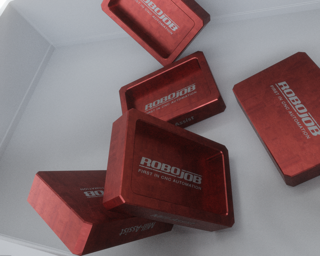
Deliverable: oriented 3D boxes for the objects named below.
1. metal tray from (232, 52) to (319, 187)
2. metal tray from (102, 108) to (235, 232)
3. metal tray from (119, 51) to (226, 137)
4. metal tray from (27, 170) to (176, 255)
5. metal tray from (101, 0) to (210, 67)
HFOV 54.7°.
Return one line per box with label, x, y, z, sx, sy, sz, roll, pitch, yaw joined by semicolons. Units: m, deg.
metal tray;0.147;-0.014;0.334;0.090;0.030;0.130;-27;52;10
metal tray;0.014;0.044;0.304;0.030;0.131;0.090;-34;44;45
metal tray;0.012;-0.040;0.419;0.130;0.030;0.090;-23;53;13
metal tray;-0.052;0.077;0.317;0.090;0.131;0.030;28;102;37
metal tray;-0.008;-0.159;0.425;0.090;0.130;0.030;-45;4;41
